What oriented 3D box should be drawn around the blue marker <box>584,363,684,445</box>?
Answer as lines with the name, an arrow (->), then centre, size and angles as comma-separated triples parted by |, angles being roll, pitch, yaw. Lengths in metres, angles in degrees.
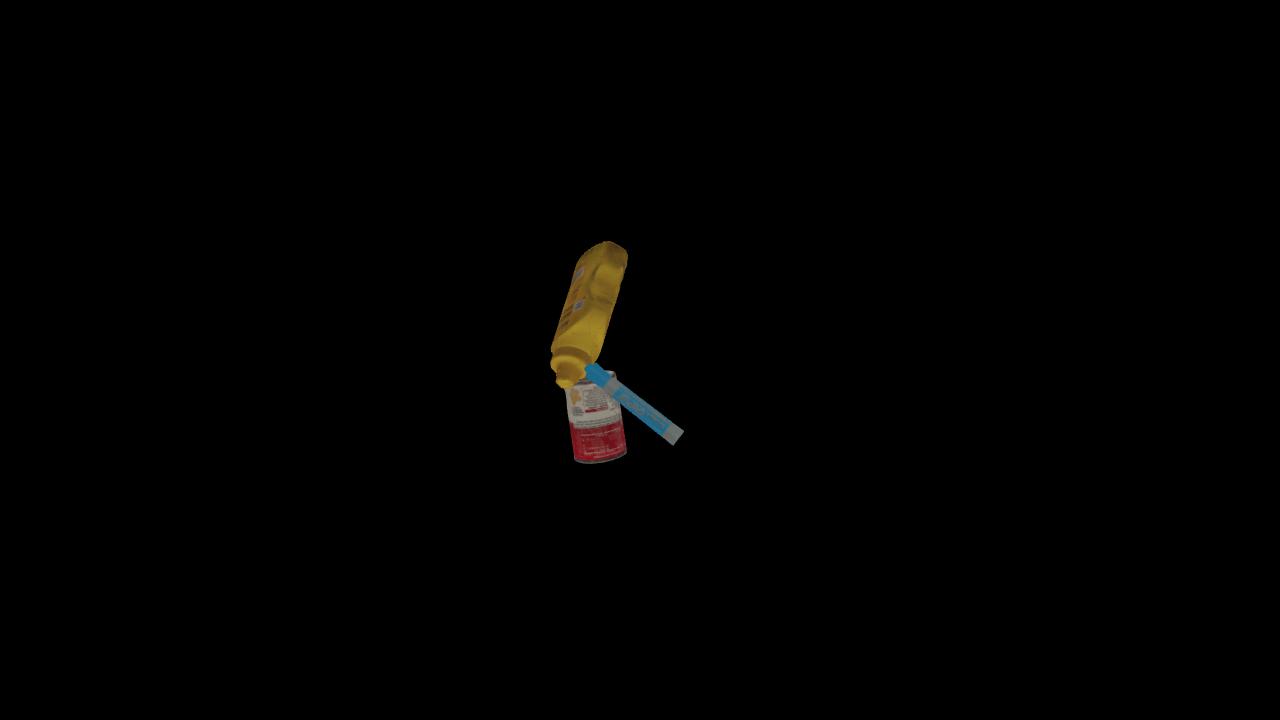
blue marker -> -0.008, 0.043, 0.630 | 0.121, 0.020, 0.020 | 37, 5, 7

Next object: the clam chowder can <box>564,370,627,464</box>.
clam chowder can -> -0.055, 0.069, 0.761 | 0.068, 0.102, 0.068 | -7, 9, 1

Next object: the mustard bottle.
mustard bottle -> -0.062, -0.044, 0.685 | 0.054, 0.184, 0.092 | 32, -43, -23
